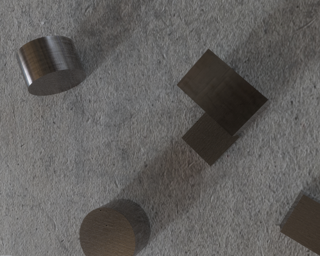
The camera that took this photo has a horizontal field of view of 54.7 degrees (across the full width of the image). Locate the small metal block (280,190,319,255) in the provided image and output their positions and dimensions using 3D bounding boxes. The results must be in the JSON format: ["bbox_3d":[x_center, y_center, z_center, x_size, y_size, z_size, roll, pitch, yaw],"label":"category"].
[{"bbox_3d":[0.171,0.107,0.349,0.050,0.025,0.050,30,100,17],"label":"small metal block"}]

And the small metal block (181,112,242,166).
[{"bbox_3d":[0.064,0.011,0.386,0.050,0.025,0.050,45,104,14],"label":"small metal block"}]

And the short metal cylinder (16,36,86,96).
[{"bbox_3d":[-0.151,-0.085,0.433,0.080,0.080,0.050,-25,82,18],"label":"short metal cylinder"}]

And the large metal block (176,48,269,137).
[{"bbox_3d":[0.075,-0.037,0.353,0.080,0.080,0.050,45,104,14],"label":"large metal block"}]

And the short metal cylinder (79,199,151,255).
[{"bbox_3d":[-0.059,0.141,0.417,0.080,0.050,0.080,0,90,20],"label":"short metal cylinder"}]
